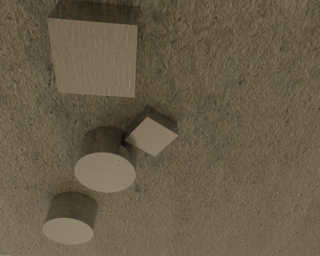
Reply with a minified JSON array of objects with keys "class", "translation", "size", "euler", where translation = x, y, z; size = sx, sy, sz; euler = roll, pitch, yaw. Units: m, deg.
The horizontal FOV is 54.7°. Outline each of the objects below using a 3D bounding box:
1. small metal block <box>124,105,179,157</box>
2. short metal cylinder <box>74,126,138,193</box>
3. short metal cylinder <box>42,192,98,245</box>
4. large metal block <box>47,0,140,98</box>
[{"class":"small metal block","translation":[-0.011,0.005,0.411],"size":[0.050,0.025,0.050],"euler":[31,124,-24]},{"class":"short metal cylinder","translation":[-0.072,0.044,0.428],"size":[0.081,0.050,0.079],"euler":[0,130,0]},{"class":"short metal cylinder","translation":[-0.148,0.152,0.518],"size":[0.081,0.050,0.079],"euler":[0,130,0]},{"class":"large metal block","translation":[-0.064,-0.081,0.321],"size":[0.081,0.050,0.079],"euler":[4,130,-4]}]
